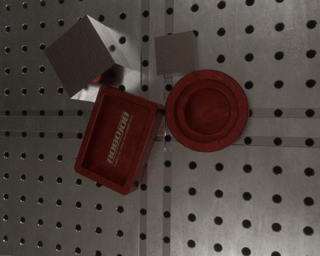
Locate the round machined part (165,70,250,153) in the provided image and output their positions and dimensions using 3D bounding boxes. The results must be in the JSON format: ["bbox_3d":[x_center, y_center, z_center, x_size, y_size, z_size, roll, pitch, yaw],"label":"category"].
[{"bbox_3d":[0.060,-0.020,0.382,0.098,0.042,0.097,0,90,19],"label":"round machined part"}]

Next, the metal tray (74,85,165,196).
[{"bbox_3d":[-0.057,0.015,0.428,0.090,0.030,0.129,21,97,18],"label":"metal tray"}]

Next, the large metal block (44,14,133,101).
[{"bbox_3d":[-0.100,-0.094,0.433,0.080,0.050,0.080,-34,79,16],"label":"large metal block"}]

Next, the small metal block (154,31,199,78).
[{"bbox_3d":[0.022,-0.095,0.404,0.050,0.025,0.050,-5,89,19],"label":"small metal block"}]
